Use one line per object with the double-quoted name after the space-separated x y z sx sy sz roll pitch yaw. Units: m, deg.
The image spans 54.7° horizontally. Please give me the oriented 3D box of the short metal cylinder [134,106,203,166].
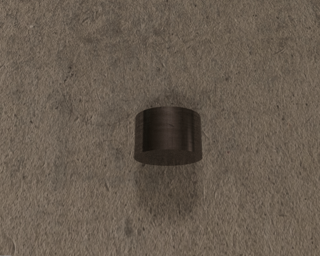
0.010 0.013 0.374 0.081 0.080 0.050 0 70 0 "short metal cylinder"
